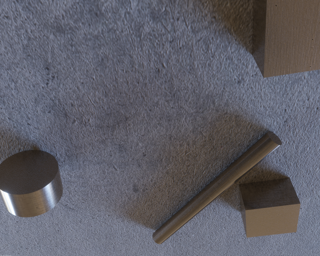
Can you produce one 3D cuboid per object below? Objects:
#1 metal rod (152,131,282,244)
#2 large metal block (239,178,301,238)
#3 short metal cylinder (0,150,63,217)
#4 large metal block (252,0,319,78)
[{"bbox_3d":[0.076,0.110,0.502,0.025,0.025,0.298,26,125,-21],"label":"metal rod"},{"bbox_3d":[0.176,0.131,0.505,0.080,0.050,0.080,-9,130,7],"label":"large metal block"},{"bbox_3d":[-0.181,0.076,0.434,0.081,0.080,0.050,3,130,-3],"label":"short metal cylinder"},{"bbox_3d":[0.138,-0.103,0.306,0.080,0.050,0.080,-8,130,6],"label":"large metal block"}]
